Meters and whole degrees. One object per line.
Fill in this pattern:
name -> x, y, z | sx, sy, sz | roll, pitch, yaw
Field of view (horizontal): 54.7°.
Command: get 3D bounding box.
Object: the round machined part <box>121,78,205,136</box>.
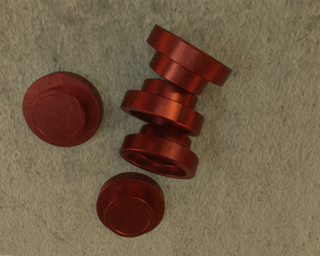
round machined part -> 0.006, -0.026, 0.367 | 0.099, 0.098, 0.042 | 21, 83, -8

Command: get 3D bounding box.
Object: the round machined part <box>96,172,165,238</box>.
round machined part -> -0.042, 0.116, 0.443 | 0.099, 0.042, 0.097 | 0, 110, -1

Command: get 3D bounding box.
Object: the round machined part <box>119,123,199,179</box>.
round machined part -> 0.002, 0.028, 0.392 | 0.099, 0.098, 0.042 | 21, 69, -8

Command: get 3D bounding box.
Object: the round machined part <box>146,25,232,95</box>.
round machined part -> 0.027, -0.072, 0.345 | 0.098, 0.098, 0.042 | 28, 107, -10

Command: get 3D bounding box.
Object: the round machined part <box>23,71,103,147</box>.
round machined part -> -0.124, -0.020, 0.392 | 0.099, 0.042, 0.097 | 0, 110, -1
